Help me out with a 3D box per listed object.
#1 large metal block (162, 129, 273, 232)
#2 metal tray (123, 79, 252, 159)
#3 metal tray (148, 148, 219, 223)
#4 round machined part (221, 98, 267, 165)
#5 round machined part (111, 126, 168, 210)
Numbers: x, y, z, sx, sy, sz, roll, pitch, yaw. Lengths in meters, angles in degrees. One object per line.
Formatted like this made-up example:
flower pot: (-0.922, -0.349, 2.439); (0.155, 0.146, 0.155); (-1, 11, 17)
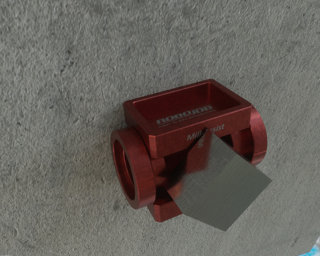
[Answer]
large metal block: (0.064, 0.060, 0.347); (0.080, 0.050, 0.080); (34, 99, -39)
metal tray: (0.032, -0.017, 0.376); (0.131, 0.090, 0.030); (-17, 126, -19)
metal tray: (0.036, 0.067, 0.427); (0.131, 0.090, 0.030); (-16, 125, -20)
round machined part: (0.096, 0.010, 0.421); (0.042, 0.098, 0.097); (-15, 125, -21)
round machined part: (-0.024, 0.045, 0.377); (0.042, 0.098, 0.097); (-15, 125, -21)
